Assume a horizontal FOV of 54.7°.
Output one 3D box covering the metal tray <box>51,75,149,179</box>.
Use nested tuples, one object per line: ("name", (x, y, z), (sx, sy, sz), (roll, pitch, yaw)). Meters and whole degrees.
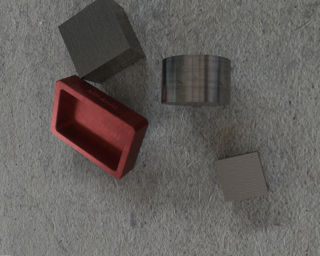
("metal tray", (-0.086, -0.002, 0.416), (0.130, 0.030, 0.089), (32, 126, 16))

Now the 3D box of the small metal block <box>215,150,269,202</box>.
("small metal block", (0.099, 0.058, 0.374), (0.050, 0.025, 0.050), (-15, 85, 19))

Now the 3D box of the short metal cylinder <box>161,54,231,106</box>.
("short metal cylinder", (0.042, -0.053, 0.364), (0.080, 0.080, 0.050), (2, 91, 19))

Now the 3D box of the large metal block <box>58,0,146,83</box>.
("large metal block", (-0.078, -0.118, 0.422), (0.080, 0.050, 0.080), (-27, 81, 17))
